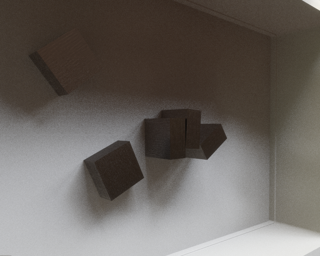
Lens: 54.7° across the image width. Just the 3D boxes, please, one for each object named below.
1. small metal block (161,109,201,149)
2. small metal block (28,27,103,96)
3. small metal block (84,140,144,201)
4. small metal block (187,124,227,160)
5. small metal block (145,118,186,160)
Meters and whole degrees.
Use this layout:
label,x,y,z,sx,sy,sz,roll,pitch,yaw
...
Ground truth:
label,x,y,z,sx,sy,sz,roll,pitch,yaw
small metal block,0.027,0.001,0.412,0.025,0.050,0.050,6,86,-40
small metal block,-0.097,-0.069,0.325,0.050,0.025,0.050,-46,118,-30
small metal block,-0.053,0.048,0.362,0.050,0.025,0.050,-31,110,-36
small metal block,0.057,0.018,0.438,0.050,0.050,0.025,-41,115,-32
small metal block,0.006,0.012,0.395,0.025,0.050,0.050,-2,91,-40
